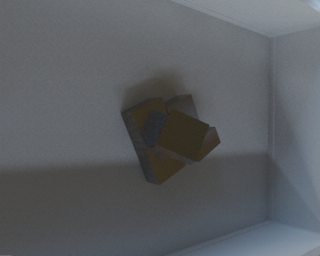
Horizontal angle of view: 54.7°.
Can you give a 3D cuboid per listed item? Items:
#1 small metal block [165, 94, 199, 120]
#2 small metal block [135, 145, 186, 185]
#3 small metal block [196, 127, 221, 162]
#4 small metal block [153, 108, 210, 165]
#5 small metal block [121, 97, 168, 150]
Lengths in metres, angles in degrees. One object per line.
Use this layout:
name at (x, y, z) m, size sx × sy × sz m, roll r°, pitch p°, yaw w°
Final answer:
small metal block at (0.025, -0.014, 0.428) m, size 0.050 × 0.025 × 0.050 m, roll -31°, pitch 110°, yaw -36°
small metal block at (0.001, 0.039, 0.408) m, size 0.050 × 0.025 × 0.050 m, roll -31°, pitch 110°, yaw -36°
small metal block at (0.047, 0.021, 0.429) m, size 0.050 × 0.050 × 0.025 m, roll -35°, pitch 112°, yaw -35°
small metal block at (0.026, 0.011, 0.380) m, size 0.050 × 0.025 × 0.050 m, roll 24°, pitch 71°, yaw -2°
small metal block at (-0.015, -0.006, 0.394) m, size 0.050 × 0.025 × 0.050 m, roll -31°, pitch 110°, yaw -36°
